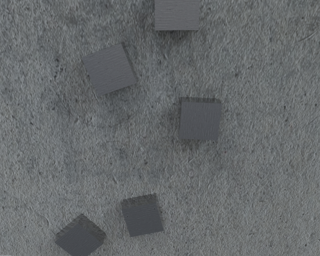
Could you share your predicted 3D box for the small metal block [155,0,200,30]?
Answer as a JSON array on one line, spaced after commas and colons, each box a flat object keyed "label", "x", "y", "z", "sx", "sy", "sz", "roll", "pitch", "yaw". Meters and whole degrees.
[{"label": "small metal block", "x": 0.019, "y": -0.140, "z": 0.358, "sx": 0.050, "sy": 0.025, "sz": 0.050, "roll": -1, "pitch": 110, "yaw": 0}]

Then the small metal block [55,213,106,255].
[{"label": "small metal block", "x": -0.120, "y": 0.166, "z": 0.470, "sx": 0.050, "sy": 0.025, "sz": 0.050, "roll": -40, "pitch": 106, "yaw": 13}]

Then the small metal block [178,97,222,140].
[{"label": "small metal block", "x": 0.051, "y": -0.013, "z": 0.405, "sx": 0.050, "sy": 0.025, "sz": 0.050, "roll": 3, "pitch": 110, "yaw": -1}]

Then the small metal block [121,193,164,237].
[{"label": "small metal block", "x": -0.024, "y": 0.128, "z": 0.457, "sx": 0.050, "sy": 0.025, "sz": 0.050, "roll": -12, "pitch": 110, "yaw": 4}]

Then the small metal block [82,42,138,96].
[{"label": "small metal block", "x": -0.060, "y": -0.073, "z": 0.382, "sx": 0.050, "sy": 0.025, "sz": 0.050, "roll": -19, "pitch": 109, "yaw": 6}]
